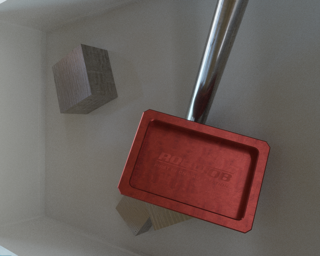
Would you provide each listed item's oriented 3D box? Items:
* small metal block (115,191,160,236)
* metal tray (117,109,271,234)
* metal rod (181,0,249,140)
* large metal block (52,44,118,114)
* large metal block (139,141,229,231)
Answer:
[{"bbox_3d":[-0.028,0.111,0.428,0.050,0.025,0.050,47,118,29],"label":"small metal block"},{"bbox_3d":[0.034,0.042,0.313,0.131,0.030,0.090,16,76,7],"label":"metal tray"},{"bbox_3d":[0.058,-0.093,0.273,0.025,0.025,0.298,46,144,30],"label":"metal rod"},{"bbox_3d":[-0.119,-0.073,0.486,0.080,0.050,0.080,-23,76,37],"label":"large metal block"},{"bbox_3d":[0.025,0.067,0.369,0.080,0.050,0.080,-31,71,35],"label":"large metal block"}]
